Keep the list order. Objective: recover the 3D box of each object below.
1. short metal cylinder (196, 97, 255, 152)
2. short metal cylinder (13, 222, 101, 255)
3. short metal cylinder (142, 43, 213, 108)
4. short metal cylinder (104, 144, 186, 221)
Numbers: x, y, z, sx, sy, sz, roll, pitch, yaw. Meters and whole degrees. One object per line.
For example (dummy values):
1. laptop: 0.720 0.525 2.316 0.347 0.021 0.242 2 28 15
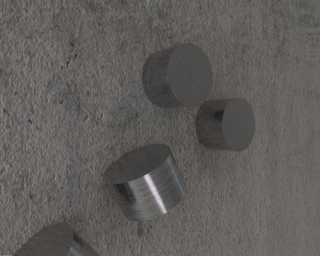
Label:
1. short metal cylinder: 0.100 -0.005 0.472 0.081 0.050 0.080 0 90 -40
2. short metal cylinder: -0.099 0.136 0.287 0.080 0.080 0.050 -47 119 -29
3. short metal cylinder: 0.023 -0.066 0.408 0.081 0.050 0.080 0 90 -40
4. short metal cylinder: -0.016 0.060 0.355 0.080 0.080 0.050 -36 113 -34
